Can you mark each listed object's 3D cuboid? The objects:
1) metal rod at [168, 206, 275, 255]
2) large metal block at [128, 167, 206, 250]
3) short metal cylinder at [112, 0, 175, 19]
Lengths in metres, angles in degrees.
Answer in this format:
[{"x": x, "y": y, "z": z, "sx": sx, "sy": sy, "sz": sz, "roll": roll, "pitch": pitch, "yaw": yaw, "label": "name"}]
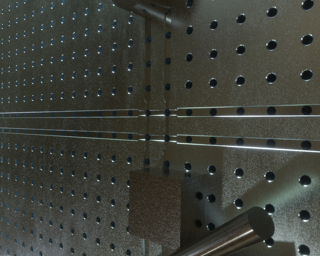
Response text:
[{"x": 0.014, "y": 0.155, "z": 0.344, "sx": 0.025, "sy": 0.025, "sz": 0.298, "roll": 61, "pitch": 140, "yaw": 21, "label": "metal rod"}, {"x": 0.008, "y": 0.095, "z": 0.385, "sx": 0.080, "sy": 0.050, "sz": 0.079, "roll": 2, "pitch": 91, "yaw": 39, "label": "large metal block"}, {"x": -0.021, "y": -0.191, "z": 0.409, "sx": 0.080, "sy": 0.050, "sz": 0.079, "roll": 0, "pitch": 90, "yaw": 39, "label": "short metal cylinder"}]
